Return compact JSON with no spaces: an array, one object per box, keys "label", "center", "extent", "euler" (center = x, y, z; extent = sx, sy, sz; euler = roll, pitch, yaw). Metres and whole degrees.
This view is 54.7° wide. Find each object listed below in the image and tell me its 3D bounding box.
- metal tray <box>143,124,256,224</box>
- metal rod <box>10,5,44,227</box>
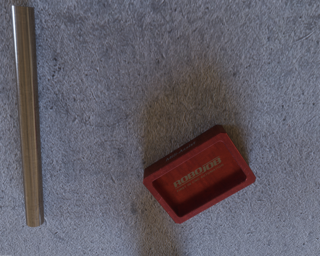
[{"label":"metal tray","center":[0.053,0.066,0.432],"extent":[0.130,0.030,0.090],"euler":[-33,107,11]},{"label":"metal rod","center":[-0.171,-0.001,0.407],"extent":[0.025,0.025,0.298],"euler":[5,110,-2]}]
